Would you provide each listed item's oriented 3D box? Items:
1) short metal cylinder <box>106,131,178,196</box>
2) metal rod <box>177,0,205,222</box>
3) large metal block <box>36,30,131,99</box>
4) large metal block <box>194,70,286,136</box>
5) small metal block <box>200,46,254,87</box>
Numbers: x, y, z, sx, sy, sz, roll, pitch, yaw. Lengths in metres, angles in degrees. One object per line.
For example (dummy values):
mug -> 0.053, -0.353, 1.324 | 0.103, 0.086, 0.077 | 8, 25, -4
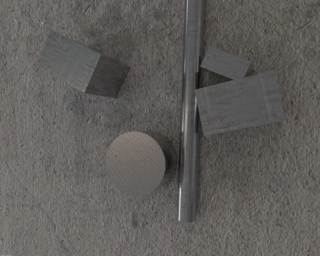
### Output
short metal cylinder -> -0.023, 0.044, 0.404 | 0.080, 0.050, 0.080 | 0, 90, 20
metal rod -> 0.039, -0.032, 0.395 | 0.025, 0.025, 0.298 | 2, 91, 20
large metal block -> -0.099, -0.082, 0.415 | 0.080, 0.080, 0.050 | 28, 99, 17
large metal block -> 0.092, -0.024, 0.347 | 0.080, 0.080, 0.050 | -12, 86, 19
small metal block -> 0.081, -0.071, 0.367 | 0.050, 0.050, 0.025 | 26, 99, 18
